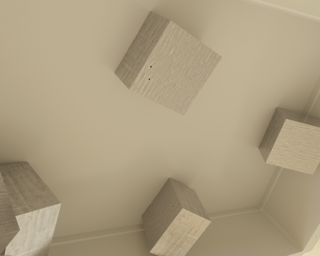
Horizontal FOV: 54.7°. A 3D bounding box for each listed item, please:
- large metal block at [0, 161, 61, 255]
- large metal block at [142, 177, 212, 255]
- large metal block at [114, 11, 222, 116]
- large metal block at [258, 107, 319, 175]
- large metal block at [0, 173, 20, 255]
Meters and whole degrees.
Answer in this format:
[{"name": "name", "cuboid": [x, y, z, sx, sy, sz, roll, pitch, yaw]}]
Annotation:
[{"name": "large metal block", "cuboid": [-0.158, 0.095, 0.337, 0.050, 0.080, 0.079, -7, 124, -48]}, {"name": "large metal block", "cuboid": [0.021, 0.135, 0.460, 0.050, 0.080, 0.080, 30, 102, -21]}, {"name": "large metal block", "cuboid": [0.009, -0.072, 0.353, 0.080, 0.050, 0.080, 23, 106, -37]}, {"name": "large metal block", "cuboid": [0.219, 0.021, 0.504, 0.080, 0.050, 0.079, 14, 114, -3]}, {"name": "large metal block", "cuboid": [-0.183, 0.074, 0.269, 0.080, 0.080, 0.050, 5, 134, -52]}]
